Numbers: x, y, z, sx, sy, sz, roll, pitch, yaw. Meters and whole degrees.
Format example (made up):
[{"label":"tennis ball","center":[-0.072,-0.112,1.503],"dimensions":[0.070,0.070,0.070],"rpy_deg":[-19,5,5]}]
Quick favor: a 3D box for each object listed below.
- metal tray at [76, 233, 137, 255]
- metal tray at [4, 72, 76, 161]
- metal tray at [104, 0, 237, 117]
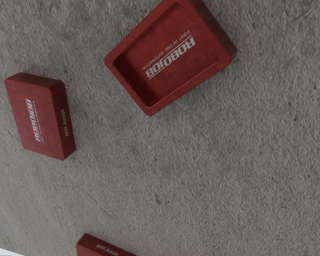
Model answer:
[{"label":"metal tray","center":[-0.106,0.276,0.630],"dimensions":[0.130,0.030,0.089],"rpy_deg":[16,125,18]},{"label":"metal tray","center":[-0.188,-0.017,0.492],"dimensions":[0.090,0.030,0.129],"rpy_deg":[13,124,20]},{"label":"metal tray","center":[0.007,-0.080,0.349],"dimensions":[0.130,0.030,0.090],"rpy_deg":[-32,101,38]}]
